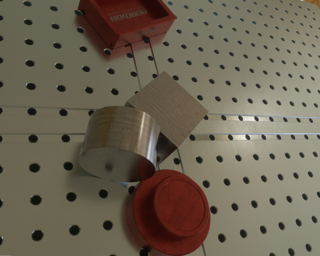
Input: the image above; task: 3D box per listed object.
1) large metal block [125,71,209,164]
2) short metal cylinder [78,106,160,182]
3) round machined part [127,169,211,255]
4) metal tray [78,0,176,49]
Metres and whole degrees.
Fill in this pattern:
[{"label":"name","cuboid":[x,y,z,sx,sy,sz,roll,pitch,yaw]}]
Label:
[{"label":"large metal block","cuboid":[0.003,-0.015,0.403,0.080,0.050,0.080,43,51,1]},{"label":"short metal cylinder","cuboid":[-0.042,0.020,0.338,0.081,0.080,0.050,18,55,-18]},{"label":"round machined part","cuboid":[0.016,0.092,0.349,0.099,0.042,0.098,14,56,-21]},{"label":"metal tray","cuboid":[-0.049,-0.183,0.489,0.131,0.030,0.090,-31,79,-38]}]
